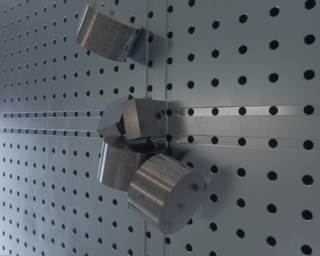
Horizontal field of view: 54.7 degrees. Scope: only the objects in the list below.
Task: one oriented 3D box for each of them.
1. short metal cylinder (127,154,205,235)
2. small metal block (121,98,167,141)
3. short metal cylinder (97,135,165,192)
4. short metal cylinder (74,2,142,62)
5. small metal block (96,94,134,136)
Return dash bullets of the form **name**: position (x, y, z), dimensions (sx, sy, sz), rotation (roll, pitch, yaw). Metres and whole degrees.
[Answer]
- **short metal cylinder**: position (0.009, 0.077, 0.366), dimensions (0.050, 0.081, 0.079), rotation (25, 106, 37)
- **small metal block**: position (-0.021, -0.011, 0.410), dimensions (0.025, 0.050, 0.050), rotation (-16, 80, 39)
- **short metal cylinder**: position (-0.037, 0.044, 0.404), dimensions (0.080, 0.081, 0.050), rotation (19, 103, 38)
- **short metal cylinder**: position (-0.073, -0.134, 0.434), dimensions (0.080, 0.081, 0.050), rotation (42, 116, 31)
- **small metal block**: position (-0.059, -0.015, 0.442), dimensions (0.050, 0.025, 0.050), rotation (-18, 44, 38)
